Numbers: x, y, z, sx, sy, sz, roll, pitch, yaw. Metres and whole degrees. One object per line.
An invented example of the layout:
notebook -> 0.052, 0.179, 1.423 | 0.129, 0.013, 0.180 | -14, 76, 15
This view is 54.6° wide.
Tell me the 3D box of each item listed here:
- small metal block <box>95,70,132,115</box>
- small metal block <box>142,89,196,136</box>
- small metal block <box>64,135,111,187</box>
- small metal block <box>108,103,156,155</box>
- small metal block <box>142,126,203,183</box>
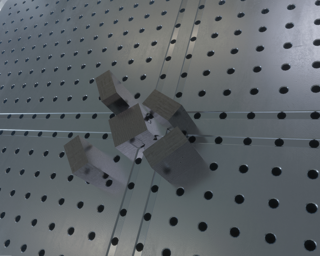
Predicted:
small metal block -> -0.067, -0.049, 0.459 | 0.025, 0.050, 0.050 | -30, 52, 10
small metal block -> 0.012, -0.017, 0.397 | 0.050, 0.050, 0.025 | 35, 82, 38
small metal block -> -0.098, 0.045, 0.418 | 0.025, 0.050, 0.050 | -36, 51, 5
small metal block -> -0.039, 0.001, 0.429 | 0.050, 0.025, 0.050 | -28, 52, 10
small metal block -> 0.016, 0.032, 0.365 | 0.050, 0.050, 0.025 | -37, 51, 3
